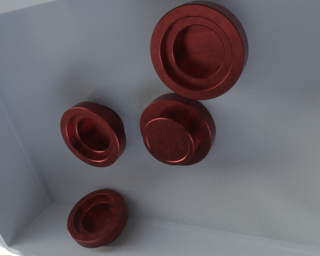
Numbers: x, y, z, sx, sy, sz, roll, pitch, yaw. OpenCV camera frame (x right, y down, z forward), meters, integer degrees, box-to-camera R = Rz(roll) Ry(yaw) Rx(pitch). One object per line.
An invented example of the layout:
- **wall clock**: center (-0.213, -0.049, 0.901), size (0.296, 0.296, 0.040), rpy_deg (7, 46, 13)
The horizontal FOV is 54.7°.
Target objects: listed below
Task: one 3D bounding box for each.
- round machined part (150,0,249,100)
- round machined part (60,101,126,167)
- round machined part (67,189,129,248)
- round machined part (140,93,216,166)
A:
- **round machined part**: center (0.043, -0.082, 0.324), size (0.098, 0.042, 0.097), rpy_deg (13, 124, 21)
- **round machined part**: center (-0.091, 0.005, 0.449), size (0.098, 0.042, 0.097), rpy_deg (13, 124, 21)
- **round machined part**: center (-0.098, 0.152, 0.509), size (0.098, 0.098, 0.042), rpy_deg (2, 133, 27)
- **round machined part**: center (0.017, 0.009, 0.394), size (0.098, 0.042, 0.097), rpy_deg (13, 124, 21)
